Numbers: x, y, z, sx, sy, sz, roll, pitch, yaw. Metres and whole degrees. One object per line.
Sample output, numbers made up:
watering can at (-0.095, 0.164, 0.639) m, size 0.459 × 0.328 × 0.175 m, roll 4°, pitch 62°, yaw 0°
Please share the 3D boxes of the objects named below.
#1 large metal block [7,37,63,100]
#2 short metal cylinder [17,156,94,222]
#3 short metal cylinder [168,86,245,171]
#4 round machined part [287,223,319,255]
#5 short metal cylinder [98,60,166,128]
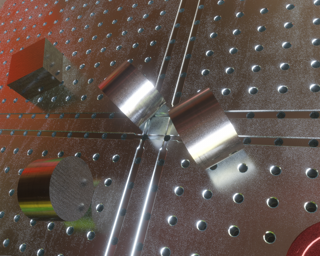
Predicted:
large metal block at (-0.233, -0.111, 0.583) m, size 0.080 × 0.050 × 0.080 m, roll -22°, pitch 54°, yaw 15°
short metal cylinder at (-0.130, 0.077, 0.394) m, size 0.050 × 0.080 × 0.080 m, roll -8°, pitch 58°, yaw 24°
short metal cylinder at (0.051, 0.001, 0.346) m, size 0.050 × 0.080 × 0.080 m, roll -30°, pitch 52°, yaw 9°
round machined part at (0.151, 0.124, 0.242) m, size 0.098 × 0.042 × 0.098 m, roll -13°, pitch 56°, yaw 21°
short metal cylinder at (-0.038, -0.045, 0.420) m, size 0.050 × 0.080 × 0.080 m, roll -44°, pitch 51°, yaw -2°
